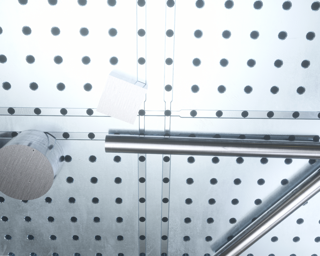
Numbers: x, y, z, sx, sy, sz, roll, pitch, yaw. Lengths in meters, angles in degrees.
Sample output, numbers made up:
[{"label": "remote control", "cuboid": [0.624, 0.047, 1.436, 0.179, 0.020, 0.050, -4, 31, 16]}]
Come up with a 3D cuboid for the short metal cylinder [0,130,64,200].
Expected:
[{"label": "short metal cylinder", "cuboid": [-0.176, 0.049, 0.415, 0.081, 0.050, 0.079, -1, 110, -1]}]

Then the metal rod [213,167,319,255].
[{"label": "metal rod", "cuboid": [0.195, 0.108, 0.456, 0.025, 0.025, 0.299, 41, 105, -14]}]

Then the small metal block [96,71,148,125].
[{"label": "small metal block", "cuboid": [-0.048, -0.039, 0.399, 0.050, 0.025, 0.050, 20, 109, -8]}]

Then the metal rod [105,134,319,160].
[{"label": "metal rod", "cuboid": [0.078, 0.026, 0.424, 0.302, 0.025, 0.025, 2, 110, -2]}]
